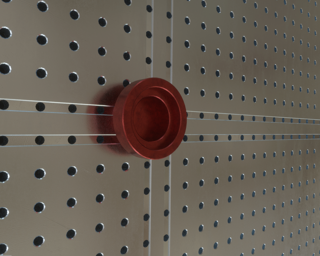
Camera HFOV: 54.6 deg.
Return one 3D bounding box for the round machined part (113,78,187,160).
[{"bbox_3d":[-0.016,-0.011,0.384,0.099,0.042,0.097,0,90,-40],"label":"round machined part"}]
